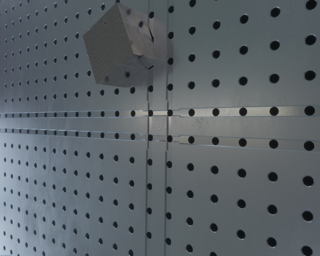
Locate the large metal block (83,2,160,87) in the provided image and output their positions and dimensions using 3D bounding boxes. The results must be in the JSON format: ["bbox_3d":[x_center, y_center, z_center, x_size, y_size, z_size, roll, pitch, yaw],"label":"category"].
[{"bbox_3d":[-0.057,-0.114,0.442,0.080,0.050,0.080,-29,72,36],"label":"large metal block"}]
